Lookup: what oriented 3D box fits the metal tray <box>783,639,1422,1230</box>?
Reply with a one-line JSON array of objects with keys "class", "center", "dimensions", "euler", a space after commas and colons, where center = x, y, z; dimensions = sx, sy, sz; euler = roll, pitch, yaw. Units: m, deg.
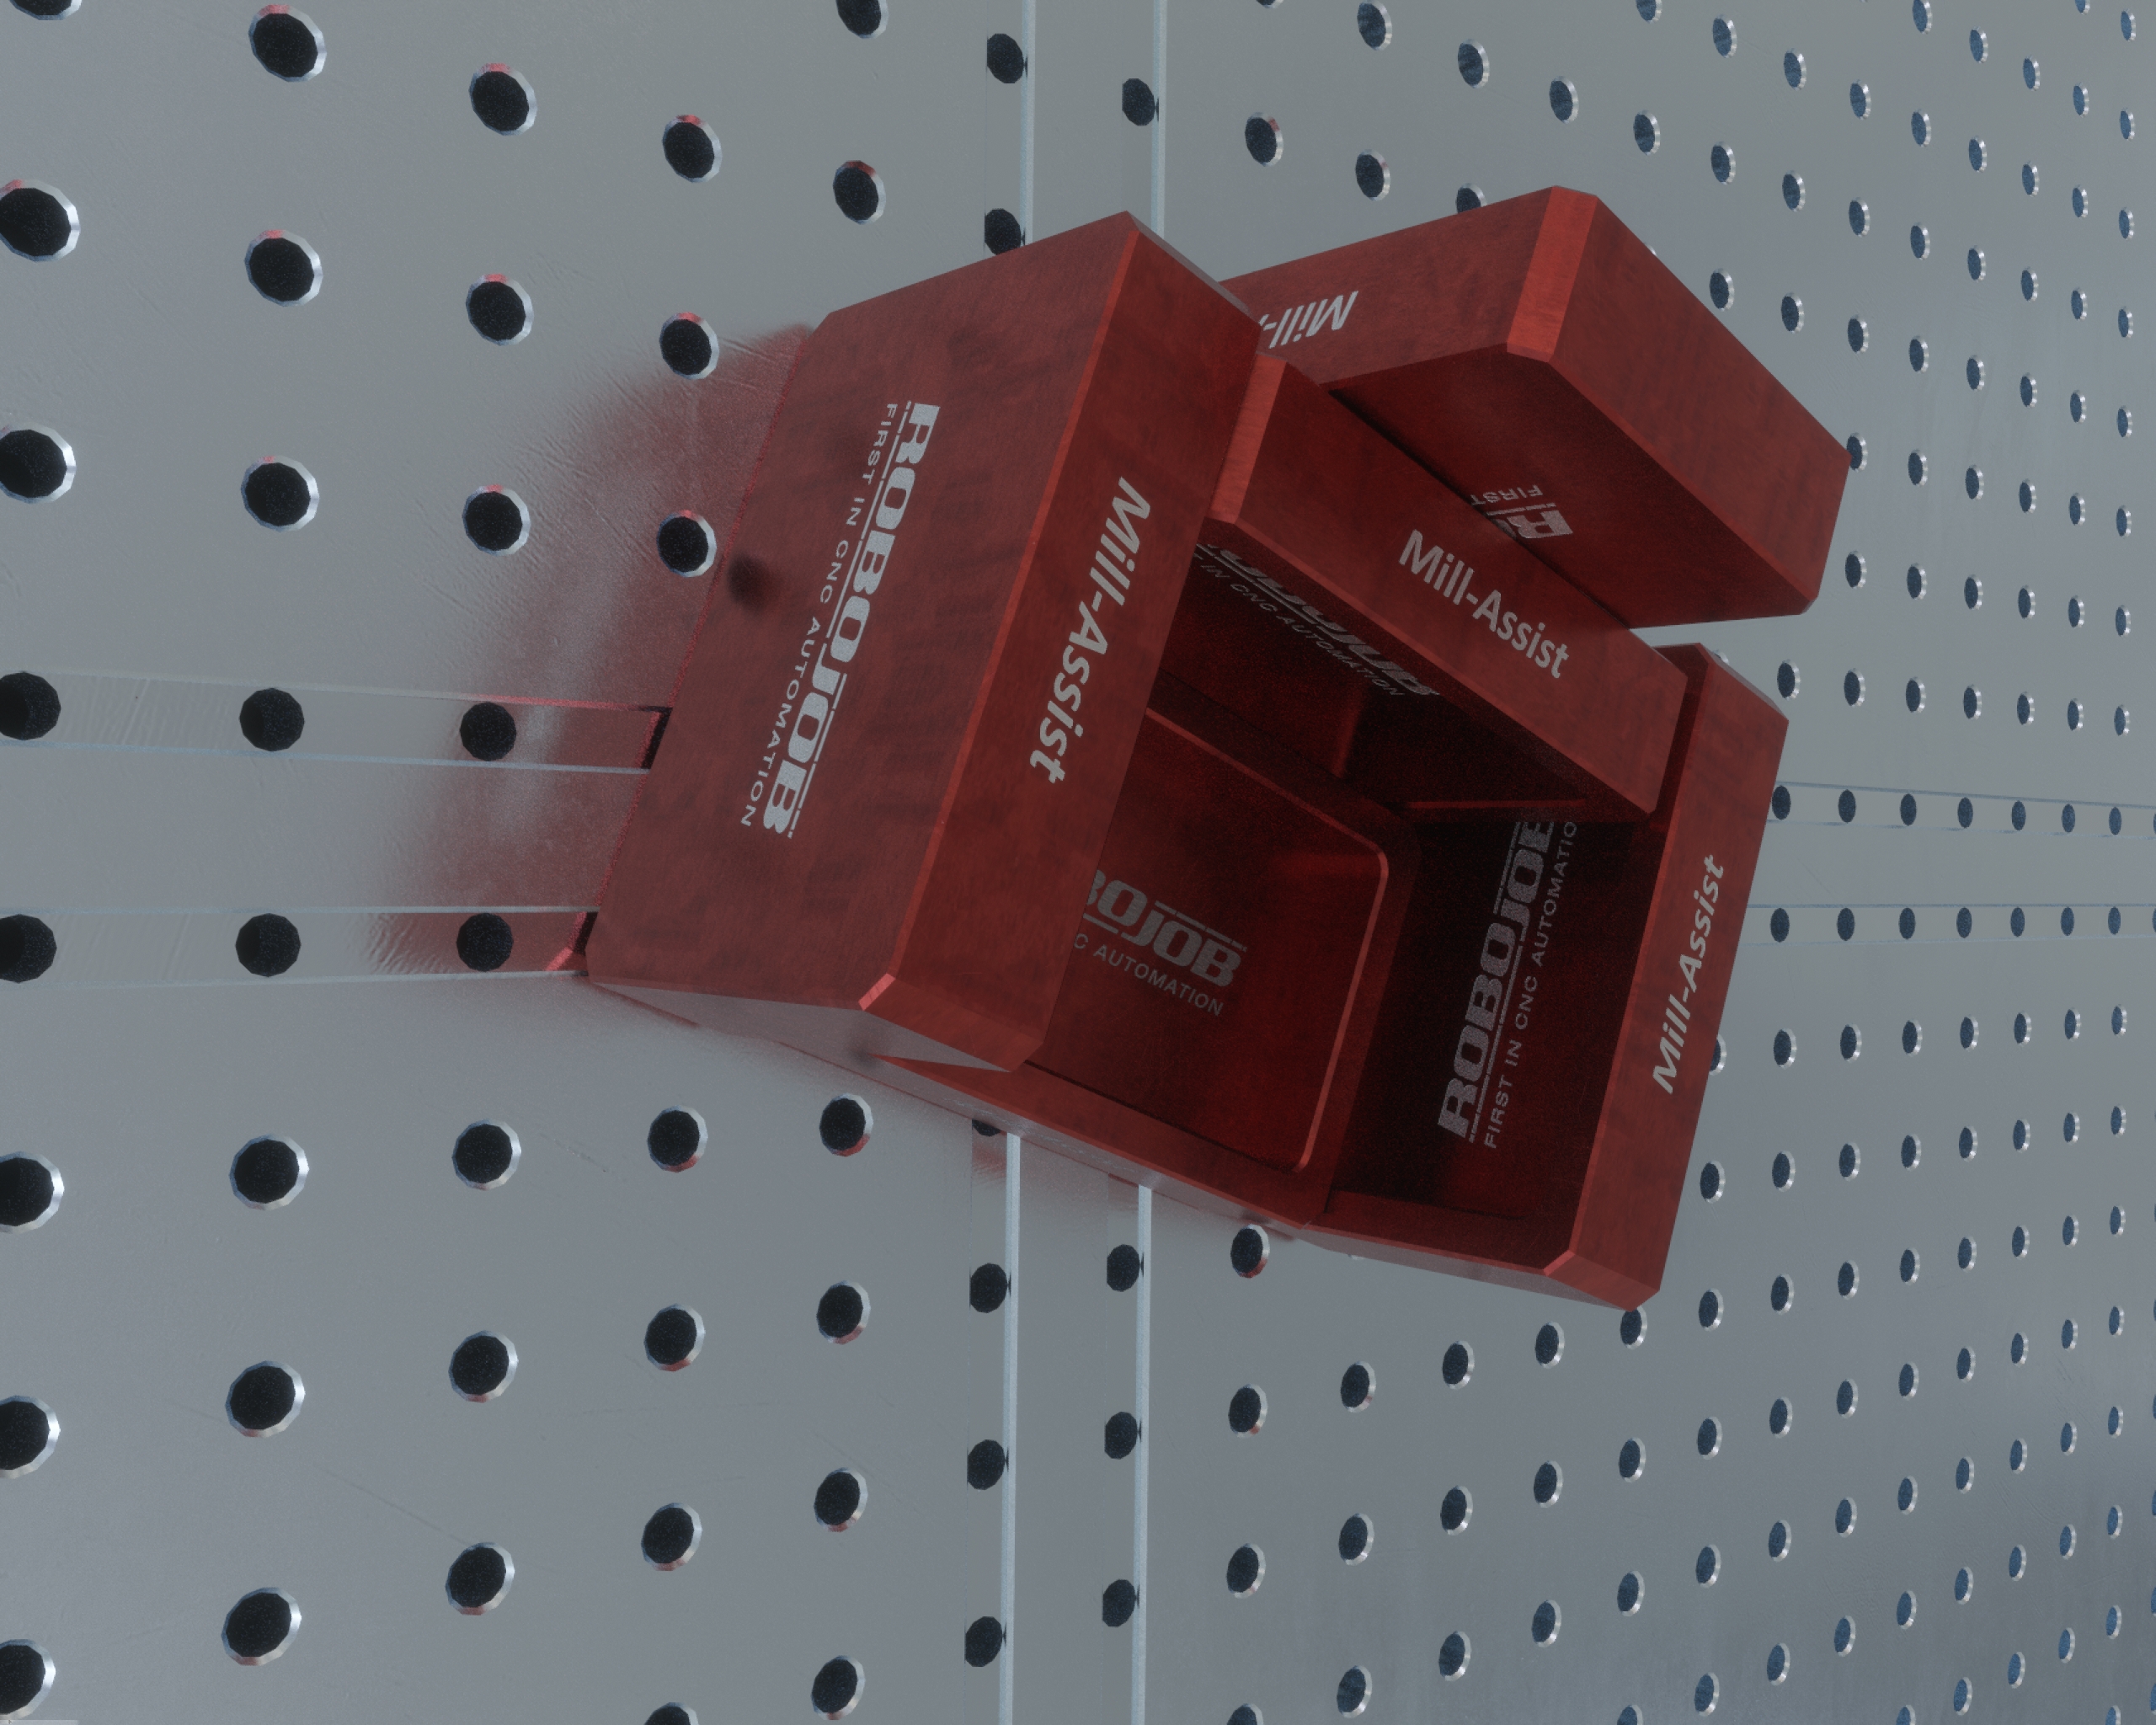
[{"class": "metal tray", "center": [0.007, 0.011, 0.410], "dimensions": [0.131, 0.030, 0.090], "euler": [28, 73, -37]}]

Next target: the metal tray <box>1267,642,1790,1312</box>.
[{"class": "metal tray", "center": [0.090, 0.021, 0.440], "dimensions": [0.030, 0.090, 0.130], "euler": [28, 73, -37]}]

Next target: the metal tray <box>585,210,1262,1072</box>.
[{"class": "metal tray", "center": [-0.027, -0.035, 0.343], "dimensions": [0.030, 0.090, 0.130], "euler": [28, 73, -37]}]

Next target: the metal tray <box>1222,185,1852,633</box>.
[{"class": "metal tray", "center": [0.062, -0.075, 0.391], "dimensions": [0.090, 0.130, 0.030], "euler": [28, 73, -37]}]

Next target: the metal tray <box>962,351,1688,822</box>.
[{"class": "metal tray", "center": [0.043, -0.046, 0.401], "dimensions": [0.131, 0.090, 0.030], "euler": [27, 73, -37]}]
